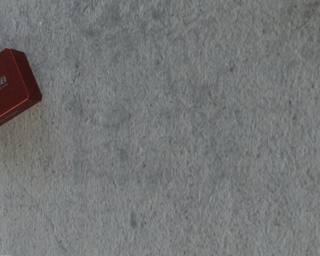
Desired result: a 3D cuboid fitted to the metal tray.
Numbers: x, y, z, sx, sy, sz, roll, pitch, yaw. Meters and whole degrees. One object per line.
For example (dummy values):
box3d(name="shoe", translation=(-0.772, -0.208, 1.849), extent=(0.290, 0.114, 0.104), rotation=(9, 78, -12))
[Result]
box3d(name="metal tray", translation=(-0.261, -0.057, 0.496), extent=(0.130, 0.030, 0.090), rotation=(-27, 81, 17))
